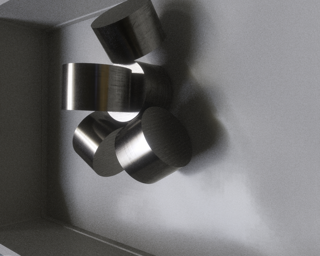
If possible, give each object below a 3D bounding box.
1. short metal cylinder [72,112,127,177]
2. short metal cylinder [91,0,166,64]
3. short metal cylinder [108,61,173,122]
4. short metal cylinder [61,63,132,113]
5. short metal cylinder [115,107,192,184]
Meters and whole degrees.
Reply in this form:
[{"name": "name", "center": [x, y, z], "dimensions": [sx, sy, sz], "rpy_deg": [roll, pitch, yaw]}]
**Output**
[{"name": "short metal cylinder", "center": [-0.072, 0.020, 0.428], "dimensions": [0.050, 0.081, 0.079], "rpy_deg": [36, 112, 34]}, {"name": "short metal cylinder", "center": [-0.039, -0.125, 0.393], "dimensions": [0.080, 0.080, 0.050], "rpy_deg": [5, 136, 40]}, {"name": "short metal cylinder", "center": [-0.030, -0.048, 0.412], "dimensions": [0.080, 0.050, 0.080], "rpy_deg": [0, 90, 40]}, {"name": "short metal cylinder", "center": [-0.074, -0.045, 0.364], "dimensions": [0.080, 0.081, 0.050], "rpy_deg": [4, 93, 40]}, {"name": "short metal cylinder", "center": [-0.007, 0.021, 0.375], "dimensions": [0.050, 0.081, 0.080], "rpy_deg": [-36, 68, 35]}]
